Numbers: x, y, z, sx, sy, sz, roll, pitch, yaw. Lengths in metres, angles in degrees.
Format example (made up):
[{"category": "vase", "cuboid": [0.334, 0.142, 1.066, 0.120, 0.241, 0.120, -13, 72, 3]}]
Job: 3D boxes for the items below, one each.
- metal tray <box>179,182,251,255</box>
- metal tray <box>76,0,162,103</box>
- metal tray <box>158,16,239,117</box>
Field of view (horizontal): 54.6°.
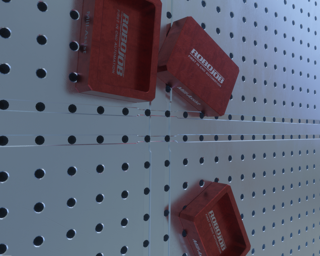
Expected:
[{"category": "metal tray", "cuboid": [0.089, 0.161, 0.479, 0.091, 0.030, 0.129, -34, 111, -35]}, {"category": "metal tray", "cuboid": [-0.045, -0.100, 0.366, 0.091, 0.030, 0.129, 7, 86, -40]}, {"category": "metal tray", "cuboid": [0.058, -0.085, 0.453, 0.130, 0.030, 0.090, 35, 69, -35]}]
